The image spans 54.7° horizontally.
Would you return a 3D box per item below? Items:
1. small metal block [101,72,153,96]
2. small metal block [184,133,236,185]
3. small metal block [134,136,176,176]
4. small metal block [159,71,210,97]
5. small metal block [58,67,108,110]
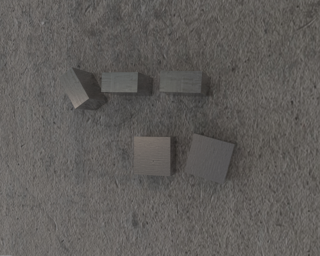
[{"bbox_3d":[-0.042,-0.057,0.411,0.050,0.050,0.025,3,91,20],"label":"small metal block"},{"bbox_3d":[0.063,0.037,0.387,0.050,0.025,0.050,16,95,19],"label":"small metal block"},{"bbox_3d":[-0.006,0.036,0.411,0.050,0.025,0.050,0,90,20],"label":"small metal block"},{"bbox_3d":[0.032,-0.054,0.384,0.050,0.050,0.025,4,92,20],"label":"small metal block"},{"bbox_3d":[-0.106,-0.053,0.433,0.025,0.050,0.050,-34,79,17],"label":"small metal block"}]
